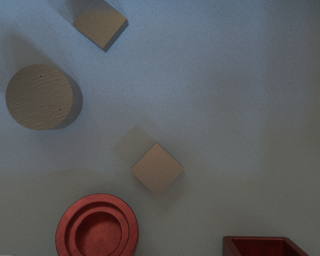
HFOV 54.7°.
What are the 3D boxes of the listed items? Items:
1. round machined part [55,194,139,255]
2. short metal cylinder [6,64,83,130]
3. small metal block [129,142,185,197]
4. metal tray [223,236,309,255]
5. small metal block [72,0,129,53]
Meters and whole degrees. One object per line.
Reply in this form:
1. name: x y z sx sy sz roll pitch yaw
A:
1. round machined part: -0.075 0.136 0.388 0.099 0.042 0.098 0 59 0
2. short metal cylinder: -0.145 -0.037 0.397 0.081 0.050 0.079 0 90 -1
3. small metal block: -0.004 0.054 0.411 0.050 0.025 0.050 44 90 -1
4. metal tray: 0.131 0.164 0.361 0.091 0.130 0.030 1 90 0
5. small metal block: -0.078 -0.137 0.410 0.050 0.025 0.050 39 90 -1
